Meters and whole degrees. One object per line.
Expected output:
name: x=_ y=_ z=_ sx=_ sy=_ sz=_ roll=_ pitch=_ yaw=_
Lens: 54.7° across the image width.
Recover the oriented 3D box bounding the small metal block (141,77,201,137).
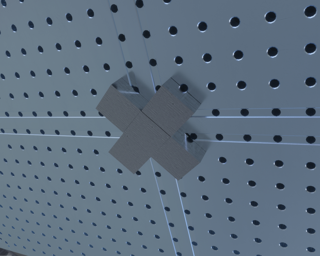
small metal block: x=0.014 y=-0.025 z=0.387 sx=0.050 sy=0.025 sz=0.050 roll=41 pitch=129 yaw=-1

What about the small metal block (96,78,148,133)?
small metal block: x=-0.051 y=-0.030 z=0.418 sx=0.050 sy=0.025 sz=0.050 roll=42 pitch=129 yaw=-1

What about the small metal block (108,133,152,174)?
small metal block: x=-0.039 y=0.032 z=0.450 sx=0.050 sy=0.025 sz=0.050 roll=41 pitch=129 yaw=-1

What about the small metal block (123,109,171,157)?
small metal block: x=-0.013 y=0.003 z=0.417 sx=0.050 sy=0.025 sz=0.050 roll=41 pitch=129 yaw=-1

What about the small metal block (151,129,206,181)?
small metal block: x=0.025 y=0.036 z=0.419 sx=0.050 sy=0.025 sz=0.050 roll=42 pitch=129 yaw=-1
